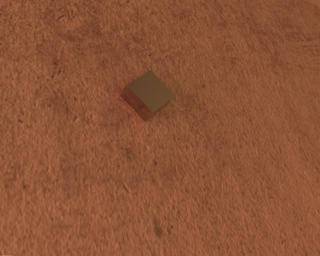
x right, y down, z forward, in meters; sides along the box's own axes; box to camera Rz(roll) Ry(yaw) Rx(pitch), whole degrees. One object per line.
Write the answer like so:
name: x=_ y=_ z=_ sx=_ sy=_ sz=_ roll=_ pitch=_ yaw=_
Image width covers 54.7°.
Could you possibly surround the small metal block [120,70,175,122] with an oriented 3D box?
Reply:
small metal block: x=-0.016 y=-0.045 z=0.424 sx=0.050 sy=0.025 sz=0.050 roll=47 pitch=51 yaw=4
